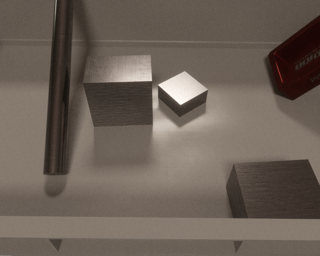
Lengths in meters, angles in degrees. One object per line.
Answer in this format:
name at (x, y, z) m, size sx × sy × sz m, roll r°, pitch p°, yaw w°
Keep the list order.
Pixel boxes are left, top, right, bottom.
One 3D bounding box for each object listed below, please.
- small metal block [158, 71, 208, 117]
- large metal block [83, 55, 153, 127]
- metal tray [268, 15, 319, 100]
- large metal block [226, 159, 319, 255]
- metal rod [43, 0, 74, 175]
small metal block at (0.032, -0.050, 0.447) m, size 0.050 × 0.025 × 0.050 m, roll -30°, pitch 57°, yaw -23°
large metal block at (-0.051, -0.047, 0.409) m, size 0.081 × 0.080 × 0.050 m, roll -2°, pitch 50°, yaw -2°
metal tray at (0.223, -0.110, 0.438) m, size 0.030 × 0.129 × 0.090 m, roll 28°, pitch 44°, yaw -28°
large metal block at (0.121, 0.082, 0.322) m, size 0.081 × 0.050 × 0.080 m, roll -3°, pitch 50°, yaw -3°
metal rod at (-0.128, -0.090, 0.401) m, size 0.025 × 0.025 × 0.299 m, roll -2°, pitch 74°, yaw -2°
